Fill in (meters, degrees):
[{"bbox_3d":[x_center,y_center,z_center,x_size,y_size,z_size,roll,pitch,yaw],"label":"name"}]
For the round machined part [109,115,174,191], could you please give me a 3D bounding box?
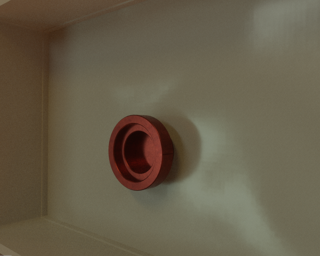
[{"bbox_3d":[-0.020,0.032,0.414,0.098,0.042,0.097,0,90,40],"label":"round machined part"}]
